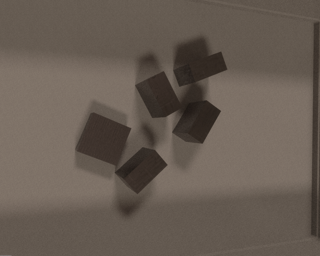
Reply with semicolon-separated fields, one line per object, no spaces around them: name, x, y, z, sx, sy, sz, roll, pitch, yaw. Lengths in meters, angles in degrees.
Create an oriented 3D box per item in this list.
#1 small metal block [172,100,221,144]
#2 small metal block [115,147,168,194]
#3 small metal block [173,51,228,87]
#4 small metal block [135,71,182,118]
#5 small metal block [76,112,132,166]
small metal block;0.048;-0.008;0.416;0.025;0.050;0.050;34;79;-17
small metal block;-0.025;0.052;0.389;0.050;0.050;0.025;-43;104;-15
small metal block;0.053;-0.079;0.418;0.050;0.050;0.025;-23;98;-19
small metal block;-0.003;-0.041;0.397;0.025;0.050;0.050;-31;101;-18
small metal block;-0.071;0.014;0.385;0.050;0.025;0.050;24;82;-19
